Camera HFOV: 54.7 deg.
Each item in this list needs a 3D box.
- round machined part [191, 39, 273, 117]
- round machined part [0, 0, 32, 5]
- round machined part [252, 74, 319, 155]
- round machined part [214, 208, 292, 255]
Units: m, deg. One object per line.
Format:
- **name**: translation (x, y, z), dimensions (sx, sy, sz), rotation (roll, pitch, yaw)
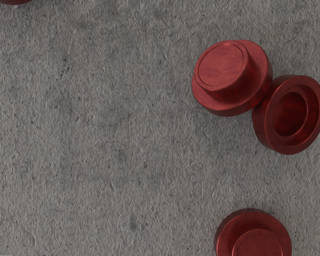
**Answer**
- **round machined part**: translation (0.081, -0.066, 0.375), dimensions (0.098, 0.042, 0.098), rotation (-16, 59, 30)
- **round machined part**: translation (-0.189, -0.207, 0.400), dimensions (0.099, 0.042, 0.097), rotation (0, 90, 0)
- **round machined part**: translation (0.156, -0.019, 0.390), dimensions (0.099, 0.042, 0.097), rotation (-6, 105, -23)
- **round machined part**: translation (0.123, 0.158, 0.402), dimensions (0.099, 0.042, 0.097), rotation (0, 90, 0)
